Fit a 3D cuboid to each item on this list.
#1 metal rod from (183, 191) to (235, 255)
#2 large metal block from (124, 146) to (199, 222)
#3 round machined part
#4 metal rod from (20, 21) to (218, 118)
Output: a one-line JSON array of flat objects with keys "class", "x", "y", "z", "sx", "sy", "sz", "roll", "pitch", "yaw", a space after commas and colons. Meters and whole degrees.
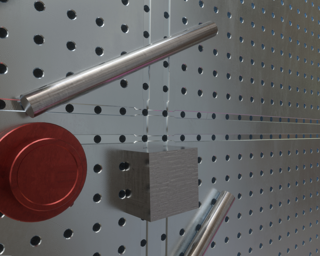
[{"class": "metal rod", "x": 0.027, "y": 0.213, "z": 0.434, "sx": 0.301, "sy": 0.025, "sz": 0.025, "roll": -51, "pitch": 120, "yaw": -28}, {"class": "large metal block", "x": 0.003, "y": 0.066, "z": 0.398, "sx": 0.081, "sy": 0.050, "sz": 0.079, "roll": -2, "pitch": 92, "yaw": -40}, {"class": "round machined part", "x": -0.116, "y": 0.043, "z": 0.302, "sx": 0.099, "sy": 0.042, "sz": 0.097, "roll": 0, "pitch": 90, "yaw": -40}, {"class": "metal rod", "x": -0.025, "y": -0.087, "z": 0.389, "sx": 0.302, "sy": 0.025, "sz": 0.025, "roll": -32, "pitch": 111, "yaw": -36}]
